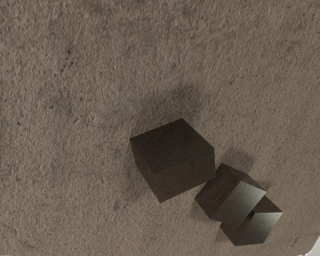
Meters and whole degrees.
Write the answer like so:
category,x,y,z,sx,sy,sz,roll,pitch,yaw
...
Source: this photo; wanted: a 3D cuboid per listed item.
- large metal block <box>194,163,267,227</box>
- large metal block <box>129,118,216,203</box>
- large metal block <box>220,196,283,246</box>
category,x,y,z,sx,sy,sz,roll,pitch,yaw
large metal block,0.121,0.116,0.531,0.080,0.050,0.080,26,104,-38
large metal block,0.016,0.039,0.406,0.081,0.080,0.050,-21,127,-16
large metal block,0.176,0.178,0.600,0.081,0.050,0.079,9,114,-33
